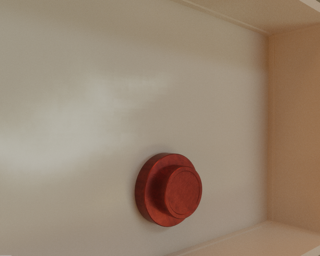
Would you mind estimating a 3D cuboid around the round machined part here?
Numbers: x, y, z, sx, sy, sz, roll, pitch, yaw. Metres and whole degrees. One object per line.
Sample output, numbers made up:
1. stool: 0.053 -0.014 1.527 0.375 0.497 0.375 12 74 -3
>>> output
1. round machined part: 0.019 0.083 0.414 0.099 0.042 0.097 0 90 -40
